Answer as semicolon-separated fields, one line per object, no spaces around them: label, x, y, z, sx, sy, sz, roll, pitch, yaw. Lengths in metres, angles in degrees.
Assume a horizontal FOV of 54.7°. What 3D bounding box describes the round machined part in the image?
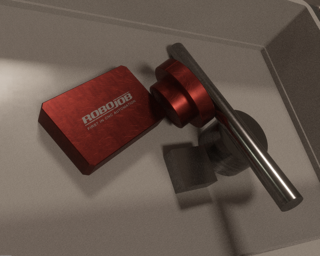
round machined part;0.023;-0.038;0.405;0.042;0.098;0.098;-38;83;-9

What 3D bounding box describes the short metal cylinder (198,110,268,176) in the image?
short metal cylinder;0.102;0.021;0.434;0.081;0.050;0.080;14;56;-21

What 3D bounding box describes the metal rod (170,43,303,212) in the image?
metal rod;0.079;-0.026;0.404;0.025;0.025;0.300;0;43;-29

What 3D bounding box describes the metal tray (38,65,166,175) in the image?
metal tray;-0.065;-0.015;0.377;0.090;0.030;0.131;49;51;6

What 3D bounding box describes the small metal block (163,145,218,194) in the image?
small metal block;0.039;0.052;0.396;0.050;0.025;0.050;-5;64;-31
